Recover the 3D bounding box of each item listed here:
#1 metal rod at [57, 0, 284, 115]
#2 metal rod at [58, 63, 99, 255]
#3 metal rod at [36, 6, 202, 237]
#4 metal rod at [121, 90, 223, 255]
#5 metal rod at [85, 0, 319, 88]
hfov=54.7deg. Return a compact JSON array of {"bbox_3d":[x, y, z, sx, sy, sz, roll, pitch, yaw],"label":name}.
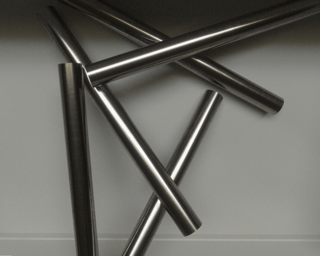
[{"bbox_3d":[0.019,-0.093,0.377,0.301,0.025,0.025,26,108,-10],"label":"metal rod"},{"bbox_3d":[-0.087,0.079,0.348,0.025,0.025,0.298,-4,96,1],"label":"metal rod"},{"bbox_3d":[-0.048,-0.011,0.352,0.025,0.025,0.299,-35,86,11],"label":"metal rod"},{"bbox_3d":[0.000,0.086,0.368,0.025,0.025,0.300,31,78,-11],"label":"metal rod"},{"bbox_3d":[0.067,-0.104,0.344,0.302,0.025,0.025,-19,110,-5],"label":"metal rod"}]
